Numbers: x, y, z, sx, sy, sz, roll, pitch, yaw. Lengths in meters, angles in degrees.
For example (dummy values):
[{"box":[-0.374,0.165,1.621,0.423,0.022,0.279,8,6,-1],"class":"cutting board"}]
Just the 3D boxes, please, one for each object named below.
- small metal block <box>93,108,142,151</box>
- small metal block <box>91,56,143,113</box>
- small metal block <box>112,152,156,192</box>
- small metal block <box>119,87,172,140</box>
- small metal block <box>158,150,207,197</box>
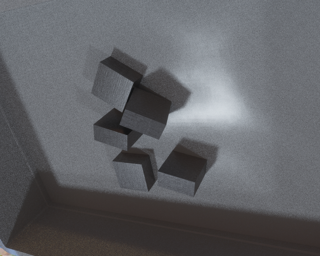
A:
[{"box":[-0.054,0.001,0.420,0.050,0.050,0.025,17,125,18],"class":"small metal block"},{"box":[-0.056,-0.056,0.402,0.050,0.025,0.050,32,128,7],"class":"small metal block"},{"box":[-0.039,0.066,0.468,0.050,0.025,0.050,3,120,26],"class":"small metal block"},{"box":[-0.017,-0.019,0.380,0.050,0.050,0.025,21,128,-6],"class":"small metal block"},{"box":[0.030,0.059,0.412,0.050,0.050,0.025,14,124,20],"class":"small metal block"}]
